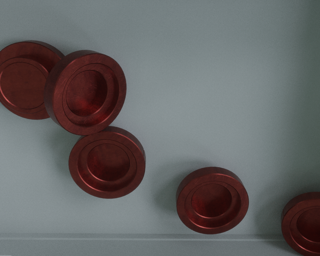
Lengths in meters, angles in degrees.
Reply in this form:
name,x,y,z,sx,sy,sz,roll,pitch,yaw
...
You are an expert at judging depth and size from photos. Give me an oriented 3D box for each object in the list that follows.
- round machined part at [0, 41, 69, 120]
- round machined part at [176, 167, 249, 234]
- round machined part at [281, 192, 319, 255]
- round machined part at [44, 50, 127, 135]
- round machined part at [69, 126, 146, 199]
name,x,y,z,sx,sy,sz,roll,pitch,yaw
round machined part,-0.158,-0.056,0.380,0.099,0.042,0.097,0,110,-1
round machined part,0.071,0.098,0.439,0.099,0.042,0.097,0,110,-1
round machined part,0.226,0.135,0.445,0.098,0.042,0.097,6,109,17
round machined part,-0.091,-0.044,0.367,0.099,0.042,0.097,-26,128,-37
round machined part,-0.068,0.042,0.417,0.099,0.042,0.097,0,110,-1
